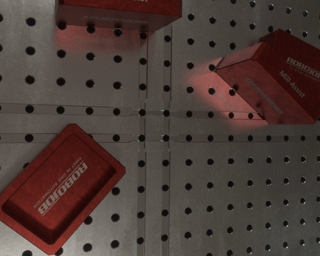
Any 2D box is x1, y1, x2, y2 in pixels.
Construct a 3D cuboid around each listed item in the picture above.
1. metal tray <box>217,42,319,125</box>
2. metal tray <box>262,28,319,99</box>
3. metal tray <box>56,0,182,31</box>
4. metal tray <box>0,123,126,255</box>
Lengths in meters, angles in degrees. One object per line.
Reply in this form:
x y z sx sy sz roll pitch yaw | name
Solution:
0.153 -0.056 0.436 0.130 0.090 0.030 40 77 -16 | metal tray
0.215 -0.087 0.485 0.131 0.030 0.090 17 79 -22 | metal tray
-0.051 -0.140 0.358 0.131 0.090 0.030 -2 97 -20 | metal tray
-0.117 0.069 0.367 0.090 0.030 0.130 45 76 -15 | metal tray
